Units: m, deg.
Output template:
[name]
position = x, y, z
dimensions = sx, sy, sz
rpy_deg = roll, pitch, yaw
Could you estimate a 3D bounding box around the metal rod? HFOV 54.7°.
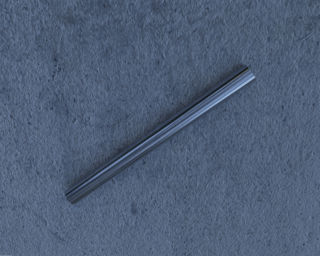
[metal rod]
position = -0.007, 0.015, 0.417
dimensions = 0.300, 0.025, 0.025
rpy_deg = -35, 107, 11
